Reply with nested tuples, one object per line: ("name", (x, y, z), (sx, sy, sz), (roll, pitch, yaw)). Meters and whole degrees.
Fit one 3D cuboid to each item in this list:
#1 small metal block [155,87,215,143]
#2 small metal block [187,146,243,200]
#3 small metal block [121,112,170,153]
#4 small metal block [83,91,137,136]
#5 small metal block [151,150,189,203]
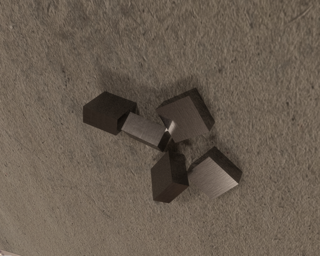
("small metal block", (0.031, -0.015, 0.380), (0.050, 0.025, 0.050), (-21, 108, 35))
("small metal block", (0.070, 0.060, 0.406), (0.050, 0.025, 0.050), (43, 129, -2))
("small metal block", (-0.016, 0.007, 0.400), (0.050, 0.025, 0.050), (24, 171, 13))
("small metal block", (-0.066, -0.021, 0.411), (0.050, 0.050, 0.025), (21, 126, 15))
("small metal block", (0.012, 0.067, 0.421), (0.025, 0.050, 0.050), (17, 134, -25))
